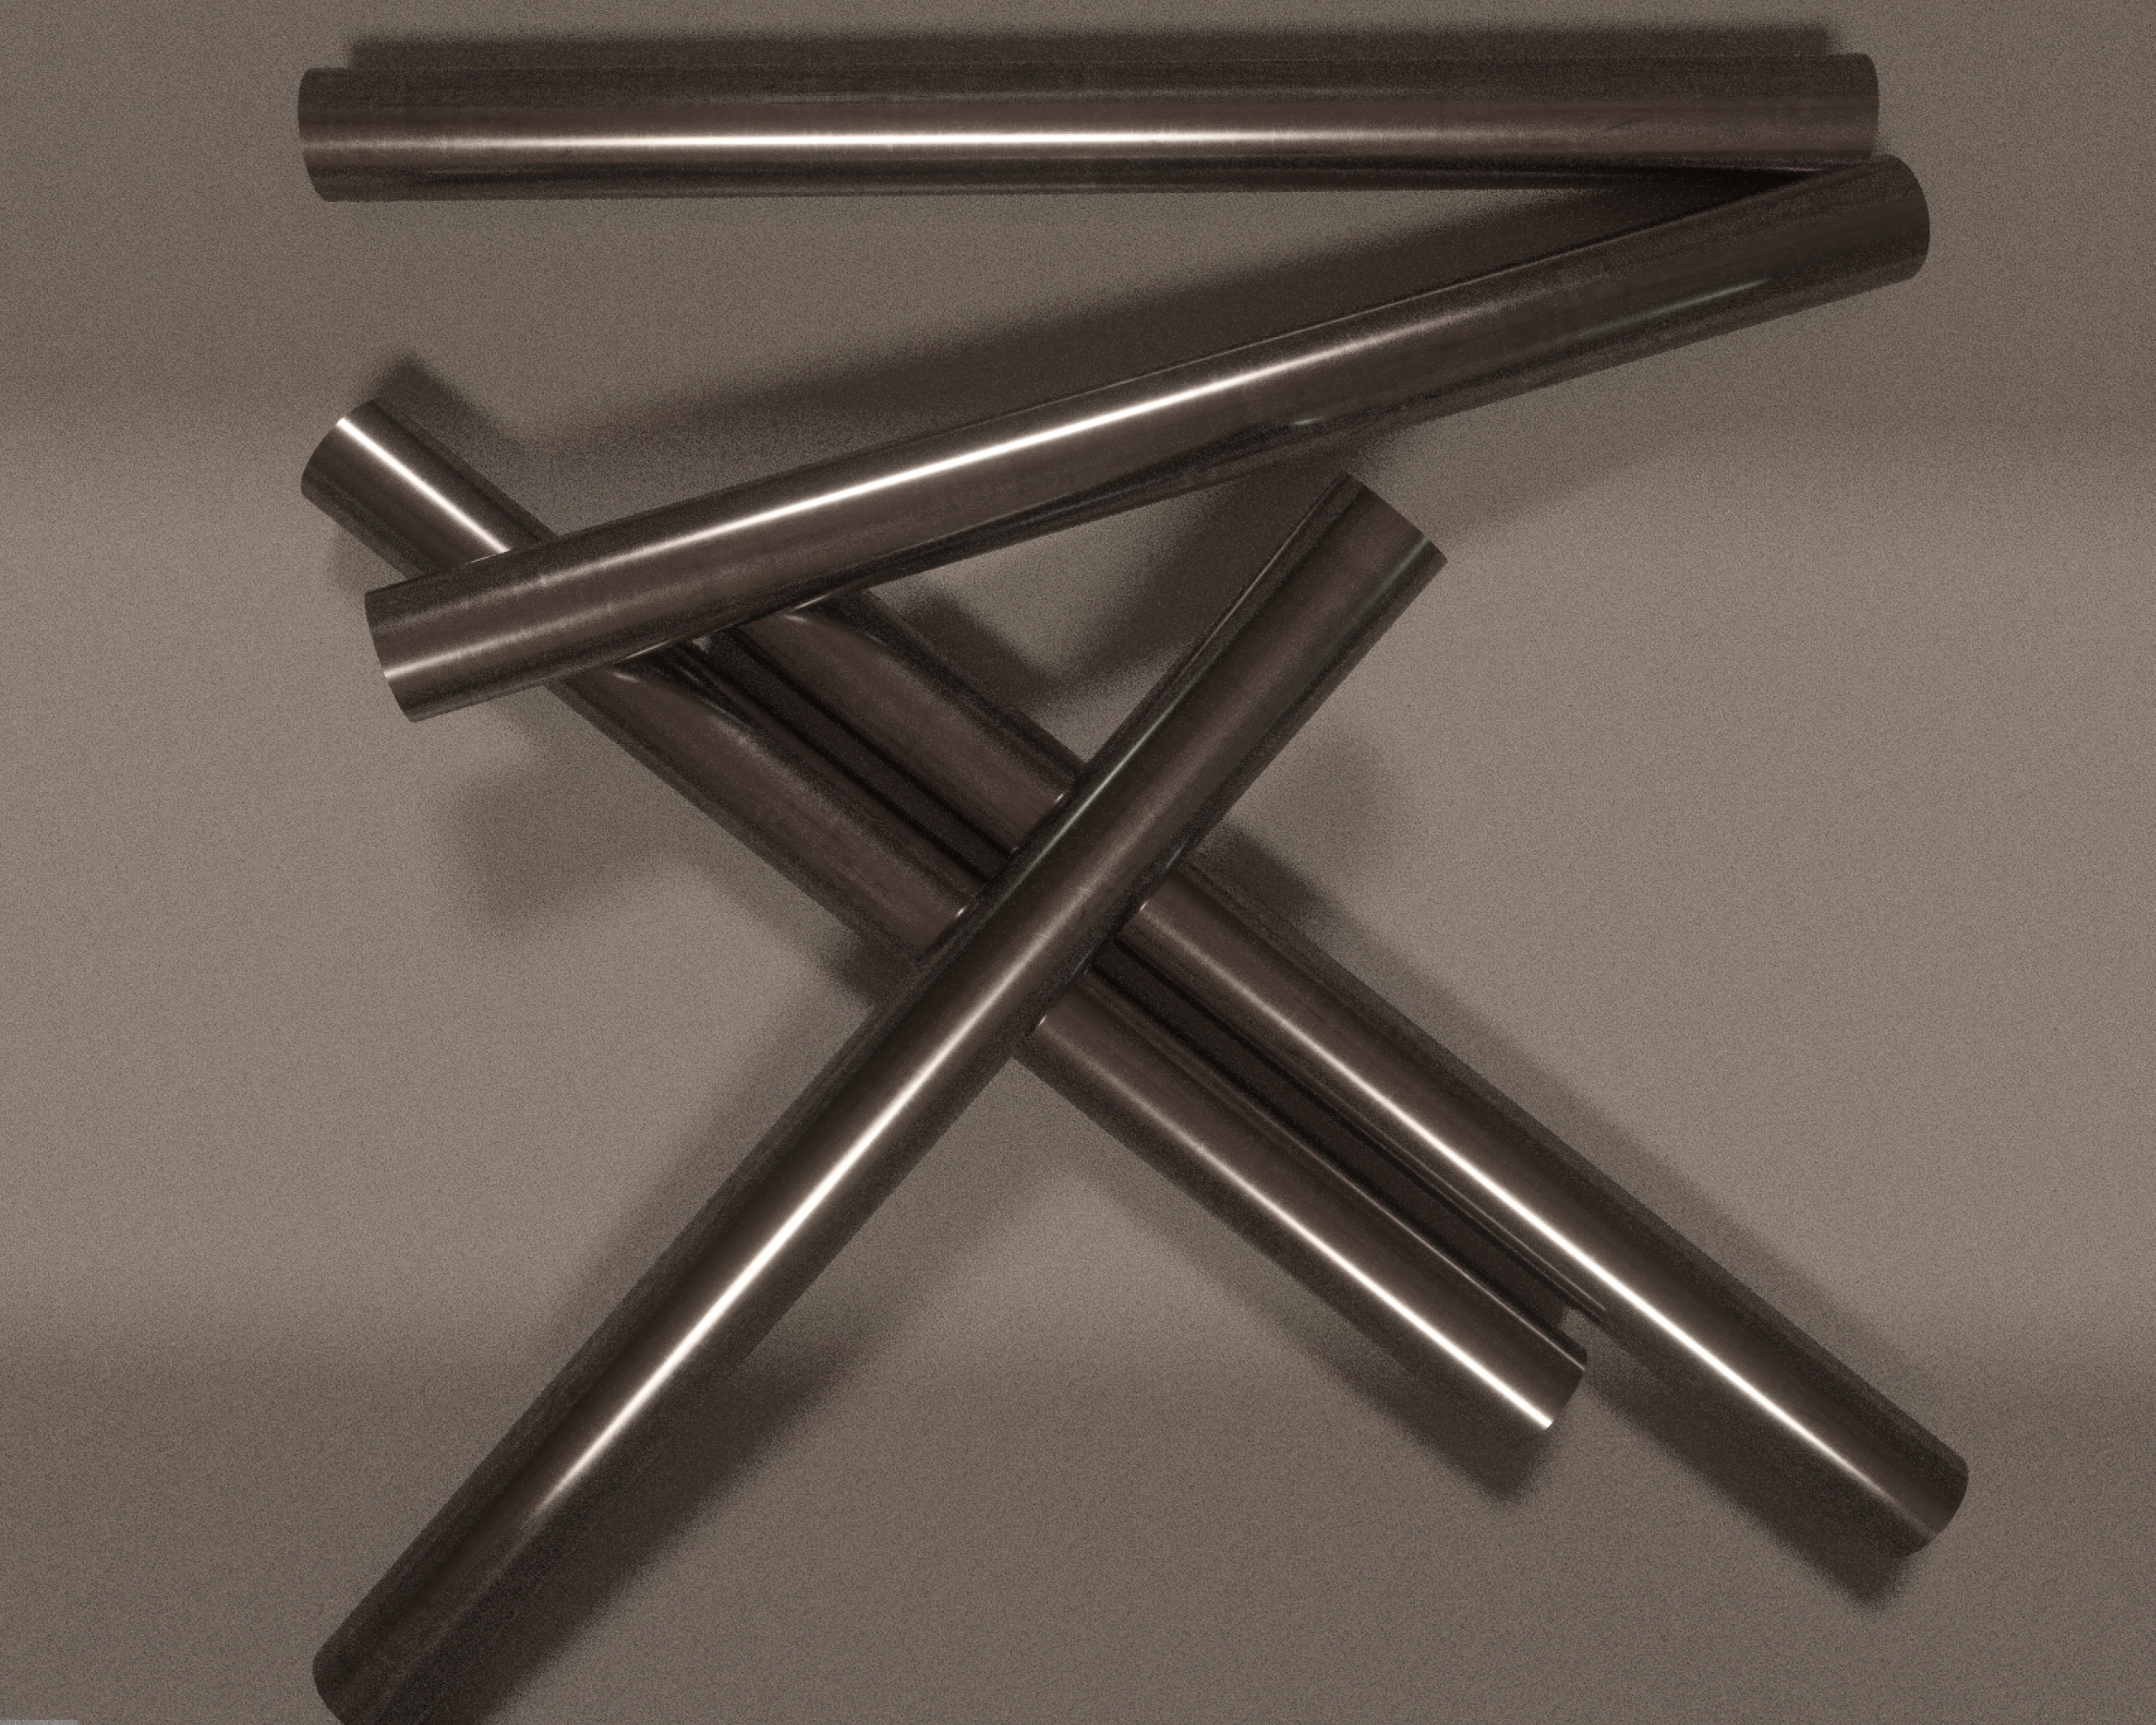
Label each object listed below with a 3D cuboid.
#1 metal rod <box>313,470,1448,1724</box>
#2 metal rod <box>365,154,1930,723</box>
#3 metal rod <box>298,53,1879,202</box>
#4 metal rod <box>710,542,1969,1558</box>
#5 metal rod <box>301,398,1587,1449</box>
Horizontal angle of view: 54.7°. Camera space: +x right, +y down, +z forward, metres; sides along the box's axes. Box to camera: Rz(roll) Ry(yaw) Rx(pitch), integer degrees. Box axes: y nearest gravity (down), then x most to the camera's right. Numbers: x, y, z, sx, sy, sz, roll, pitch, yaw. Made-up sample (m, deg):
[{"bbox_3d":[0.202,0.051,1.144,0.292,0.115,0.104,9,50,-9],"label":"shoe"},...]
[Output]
[{"bbox_3d":[-0.041,0.050,0.390,0.025,0.025,0.299,41,97,-1],"label":"metal rod"},{"bbox_3d":[0.019,-0.082,0.395,0.302,0.025,0.025,-18,90,-7],"label":"metal rod"},{"bbox_3d":[0.003,-0.145,0.410,0.302,0.025,0.025,-1,90,-1],"label":"metal rod"},{"bbox_3d":[0.049,0.034,0.411,0.300,0.025,0.025,38,90,-1],"label":"metal rod"},{"bbox_3d":[-0.026,0.012,0.410,0.300,0.025,0.025,38,90,-1],"label":"metal rod"}]
